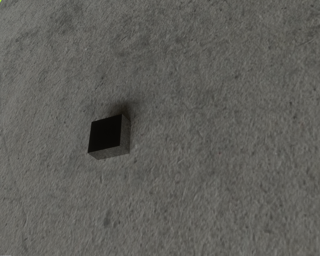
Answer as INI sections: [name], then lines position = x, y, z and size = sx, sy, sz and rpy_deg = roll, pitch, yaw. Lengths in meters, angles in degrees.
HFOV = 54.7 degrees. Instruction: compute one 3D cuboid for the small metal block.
[small metal block]
position = -0.070, 0.013, 0.431
size = 0.050, 0.025, 0.050
rpy_deg = -13, 56, 20
